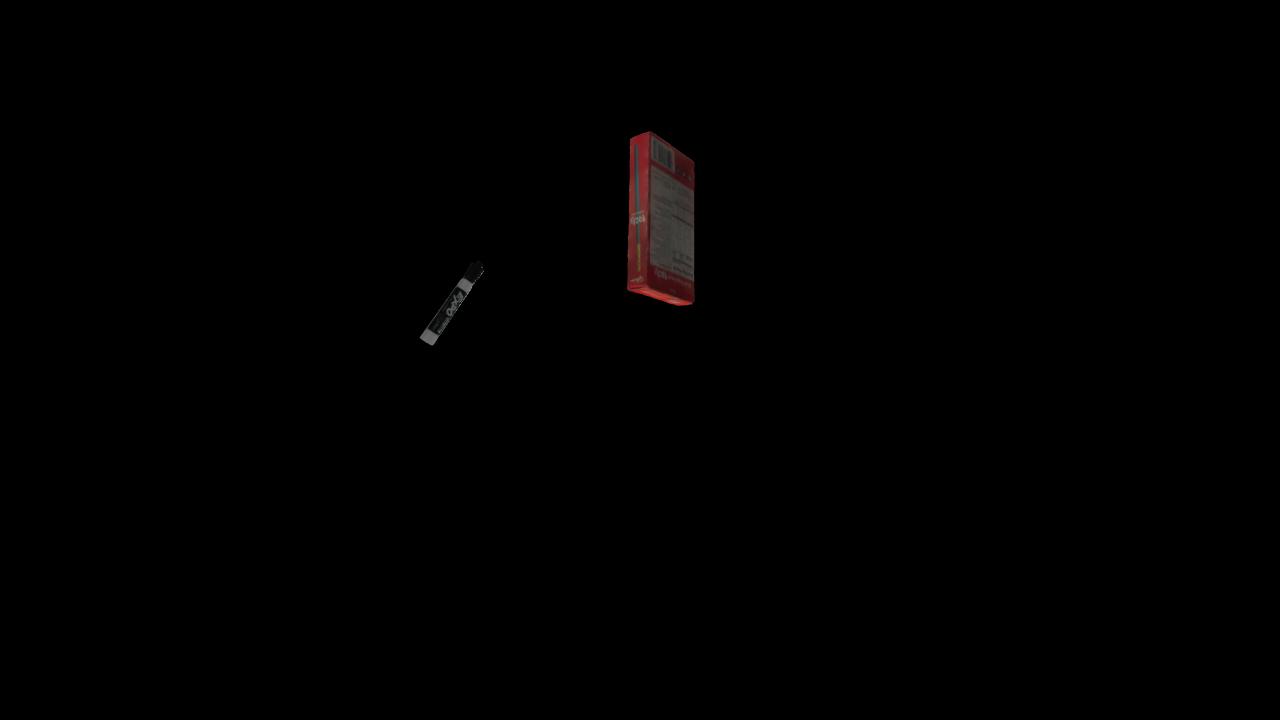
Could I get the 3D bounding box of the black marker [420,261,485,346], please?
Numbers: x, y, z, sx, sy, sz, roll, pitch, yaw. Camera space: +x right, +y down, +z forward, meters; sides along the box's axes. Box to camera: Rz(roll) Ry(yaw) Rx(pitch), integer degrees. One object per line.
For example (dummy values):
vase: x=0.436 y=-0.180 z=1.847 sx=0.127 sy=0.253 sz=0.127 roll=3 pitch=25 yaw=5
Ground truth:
black marker: x=-0.234 y=-0.073 z=0.771 sx=0.020 sy=0.121 sz=0.020 roll=33 pitch=-5 yaw=3

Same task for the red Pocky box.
red Pocky box: x=0.022 y=-0.136 z=0.608 sx=0.028 sy=0.155 sz=0.083 roll=-5 pitch=-10 yaw=36
